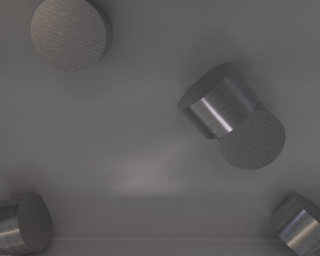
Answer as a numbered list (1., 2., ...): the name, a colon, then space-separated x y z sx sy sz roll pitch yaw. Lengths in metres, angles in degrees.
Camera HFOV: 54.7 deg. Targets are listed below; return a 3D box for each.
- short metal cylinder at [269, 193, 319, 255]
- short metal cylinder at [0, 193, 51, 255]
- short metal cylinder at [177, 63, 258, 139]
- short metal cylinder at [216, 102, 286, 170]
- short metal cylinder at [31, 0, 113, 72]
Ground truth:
1. short metal cylinder: 0.203 0.137 0.434 0.080 0.080 0.050 31 107 -11
2. short metal cylinder: -0.196 0.135 0.430 0.050 0.080 0.080 -16 110 6
3. short metal cylinder: 0.068 -0.032 0.370 0.080 0.080 0.050 -40 105 13
4. short metal cylinder: 0.112 0.007 0.401 0.081 0.050 0.079 0 111 -1
5. short metal cylinder: -0.098 -0.109 0.357 0.081 0.050 0.079 0 110 0
